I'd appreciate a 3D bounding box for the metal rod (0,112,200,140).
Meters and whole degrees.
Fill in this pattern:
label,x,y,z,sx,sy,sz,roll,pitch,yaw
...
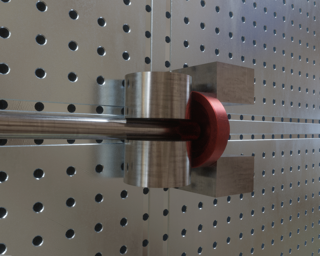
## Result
label,x,y,z,sx,sy,sz,roll,pitch,yaw
metal rod,-0.076,0.000,0.330,0.302,0.025,0.025,2,89,-36

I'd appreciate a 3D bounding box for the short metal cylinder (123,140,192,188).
label,x,y,z,sx,sy,sz,roll,pitch,yaw
short metal cylinder,-0.003,0.039,0.370,0.081,0.080,0.050,2,90,-40

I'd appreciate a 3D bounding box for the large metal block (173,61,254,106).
label,x,y,z,sx,sy,sz,roll,pitch,yaw
large metal block,0.075,-0.058,0.437,0.081,0.080,0.050,0,91,-40

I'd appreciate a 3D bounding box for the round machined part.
label,x,y,z,sx,sy,sz,roll,pitch,yaw
round machined part,0.051,0.002,0.404,0.042,0.098,0.097,1,90,-40

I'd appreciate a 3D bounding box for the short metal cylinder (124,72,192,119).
label,x,y,z,sx,sy,sz,roll,pitch,yaw
short metal cylinder,-0.002,-0.036,0.371,0.081,0.080,0.050,1,90,-40

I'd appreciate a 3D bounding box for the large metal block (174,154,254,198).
label,x,y,z,sx,sy,sz,roll,pitch,yaw
large metal block,0.074,0.062,0.437,0.081,0.080,0.050,3,88,-40
